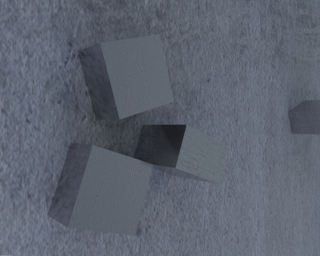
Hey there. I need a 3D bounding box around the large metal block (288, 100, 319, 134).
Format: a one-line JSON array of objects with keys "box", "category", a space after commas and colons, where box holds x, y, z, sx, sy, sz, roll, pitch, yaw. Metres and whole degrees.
[{"box": [0.330, -0.024, 0.650, 0.081, 0.080, 0.050, -26, 107, -37], "category": "large metal block"}]

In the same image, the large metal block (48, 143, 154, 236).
[{"box": [-0.063, 0.067, 0.338, 0.080, 0.050, 0.080, 24, 75, -38], "category": "large metal block"}]

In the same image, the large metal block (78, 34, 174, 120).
[{"box": [-0.037, -0.059, 0.359, 0.081, 0.050, 0.079, -22, 104, -38], "category": "large metal block"}]

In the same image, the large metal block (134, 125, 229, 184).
[{"box": [0.026, 0.033, 0.393, 0.080, 0.080, 0.050, 25, 74, -38], "category": "large metal block"}]
